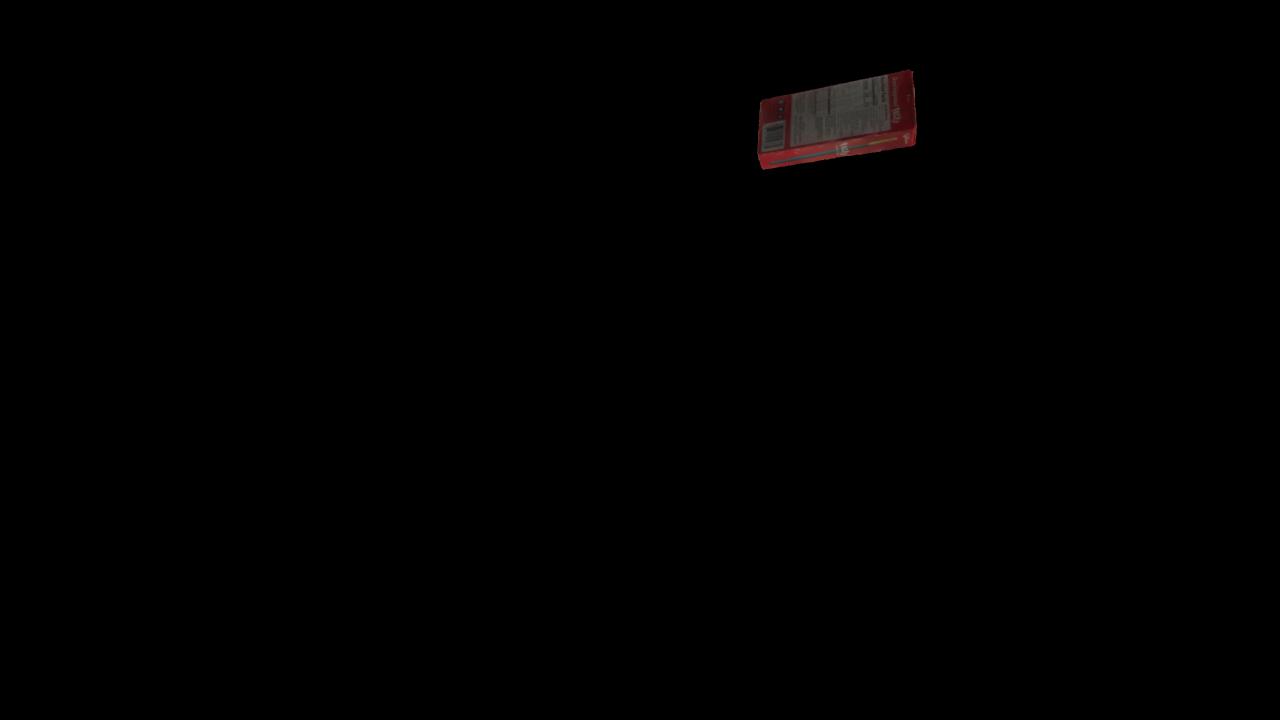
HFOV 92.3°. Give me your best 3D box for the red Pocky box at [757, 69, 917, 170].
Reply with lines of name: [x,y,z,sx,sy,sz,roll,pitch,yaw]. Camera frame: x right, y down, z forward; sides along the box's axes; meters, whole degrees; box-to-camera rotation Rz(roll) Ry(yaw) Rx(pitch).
red Pocky box: [0.202,-0.248,0.641,0.155,0.083,0.028,-2,-27,23]
